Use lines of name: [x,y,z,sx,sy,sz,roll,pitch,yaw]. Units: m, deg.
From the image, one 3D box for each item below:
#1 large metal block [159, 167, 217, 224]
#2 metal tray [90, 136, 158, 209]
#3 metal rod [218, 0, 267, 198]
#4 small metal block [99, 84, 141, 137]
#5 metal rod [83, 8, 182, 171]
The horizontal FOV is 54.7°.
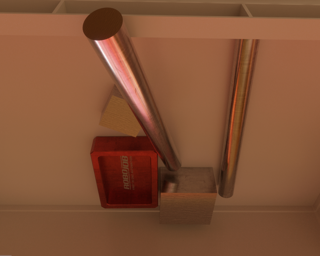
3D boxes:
large metal block: [0.040,0.106,0.484,0.081,0.050,0.079,1,130,-1]
metal tray: [-0.048,0.070,0.464,0.091,0.030,0.129,0,130,0]
metal rod: [0.099,-0.011,0.401,0.025,0.025,0.298,-2,130,1]
small metal block: [-0.043,-0.021,0.391,0.050,0.025,0.050,20,127,-17]
metal rod: [-0.007,-0.005,0.321,0.025,0.025,0.300,-9,156,7]
